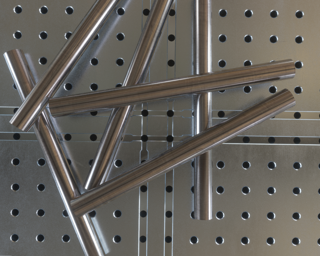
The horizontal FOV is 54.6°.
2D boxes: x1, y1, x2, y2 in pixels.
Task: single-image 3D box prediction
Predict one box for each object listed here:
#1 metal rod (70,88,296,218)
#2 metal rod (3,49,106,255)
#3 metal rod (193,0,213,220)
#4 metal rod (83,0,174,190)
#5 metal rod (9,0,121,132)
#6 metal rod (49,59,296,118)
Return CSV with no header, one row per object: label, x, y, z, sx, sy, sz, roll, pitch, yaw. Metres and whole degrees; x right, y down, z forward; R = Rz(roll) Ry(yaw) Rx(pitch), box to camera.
metal rod,0.028,0.032,0.388,0.301,0.025,0.025,-28,90,1
metal rod,-0.139,0.039,0.412,0.025,0.025,0.299,-22,90,0
metal rod,0.057,-0.030,0.413,0.025,0.025,0.298,0,90,0
metal rod,-0.037,-0.059,0.413,0.025,0.025,0.299,21,90,0
metal rod,-0.093,-0.126,0.398,0.025,0.025,0.300,33,84,0
metal rod,0.015,-0.049,0.387,0.302,0.025,0.025,-9,90,0
